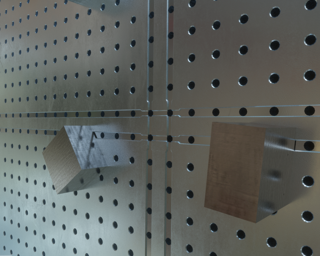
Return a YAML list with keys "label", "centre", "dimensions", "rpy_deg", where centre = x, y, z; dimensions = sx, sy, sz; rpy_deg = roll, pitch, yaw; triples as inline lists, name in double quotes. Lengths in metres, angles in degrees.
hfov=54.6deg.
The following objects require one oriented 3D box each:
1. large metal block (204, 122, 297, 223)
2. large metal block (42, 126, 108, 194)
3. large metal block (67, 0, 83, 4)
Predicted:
- label: "large metal block"
  centre: [0.089, 0.036, 0.300]
  dimensions: [0.050, 0.081, 0.080]
  rpy_deg: [8, 95, 40]
- label: "large metal block"
  centre: [-0.142, 0.052, 0.512]
  dimensions: [0.080, 0.050, 0.080]
  rpy_deg: [-43, 64, 32]
- label: "large metal block"
  centre: [-0.158, -0.263, 0.506]
  dimensions: [0.050, 0.081, 0.080]
  rpy_deg: [-17, 79, 39]
